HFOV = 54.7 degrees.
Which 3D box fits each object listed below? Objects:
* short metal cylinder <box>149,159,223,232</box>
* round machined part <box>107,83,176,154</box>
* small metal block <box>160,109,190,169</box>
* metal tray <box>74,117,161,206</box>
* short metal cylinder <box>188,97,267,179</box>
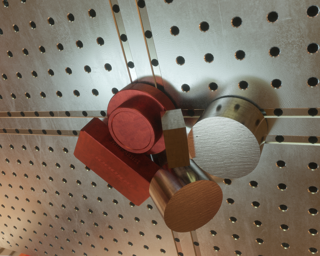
[{"bbox_3d":[0.033,0.086,0.398,0.050,0.081,0.079,-131,31,-55],"label":"short metal cylinder"},{"bbox_3d":[-0.028,-0.006,0.406,0.098,0.042,0.097,13,124,21],"label":"round machined part"},{"bbox_3d":[0.018,0.011,0.364,0.025,0.050,0.050,-8,117,1],"label":"small metal block"},{"bbox_3d":[-0.062,0.053,0.453,0.130,0.030,0.090,38,144,1],"label":"metal tray"},{"bbox_3d":[0.078,0.011,0.356,0.080,0.050,0.079,13,124,21],"label":"short metal cylinder"}]
